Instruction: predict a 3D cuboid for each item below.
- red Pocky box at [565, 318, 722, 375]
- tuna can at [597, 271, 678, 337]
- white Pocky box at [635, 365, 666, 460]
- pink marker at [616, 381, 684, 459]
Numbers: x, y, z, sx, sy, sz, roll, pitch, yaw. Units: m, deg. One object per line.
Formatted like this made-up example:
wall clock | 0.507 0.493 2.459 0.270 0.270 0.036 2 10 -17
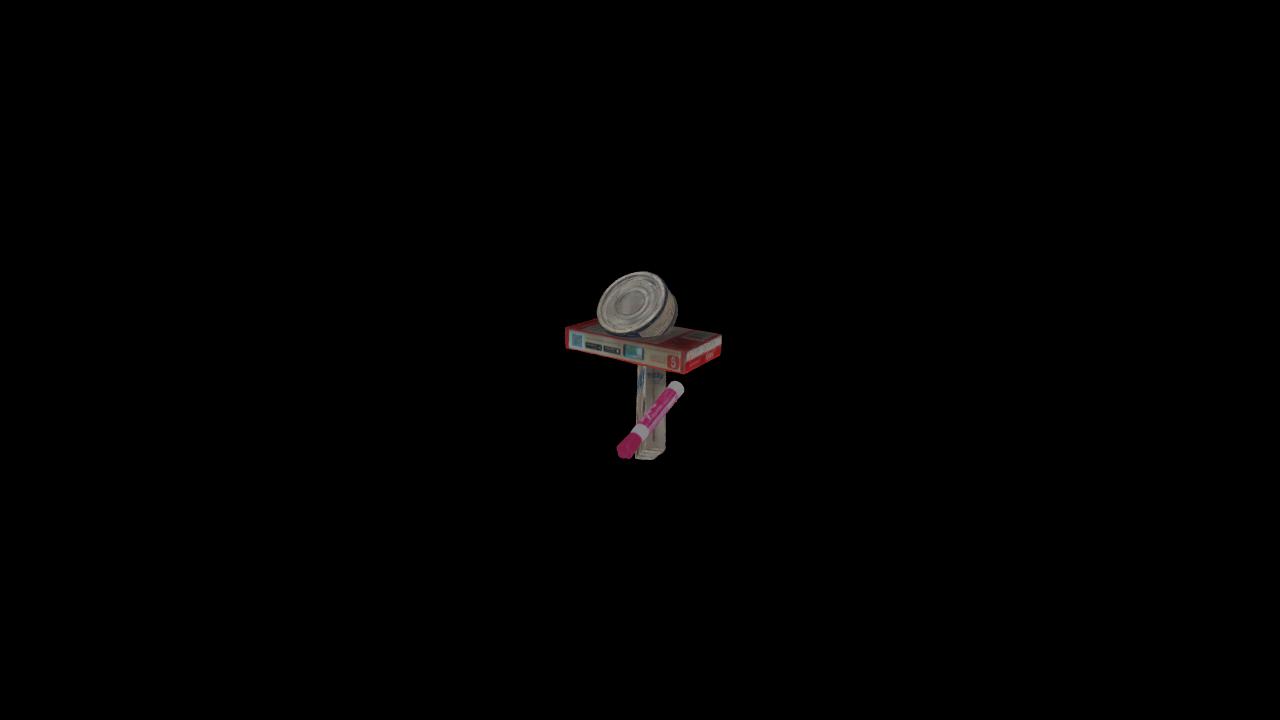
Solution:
red Pocky box | 0.003 -0.020 0.667 0.155 0.028 0.083 12 21 32
tuna can | -0.004 -0.054 0.661 0.084 0.084 0.034 0 -30 28
white Pocky box | 0.014 0.040 0.751 0.028 0.154 0.084 3 -17 -6
pink marker | 0.012 0.064 0.660 0.020 0.020 0.121 0 33 37
